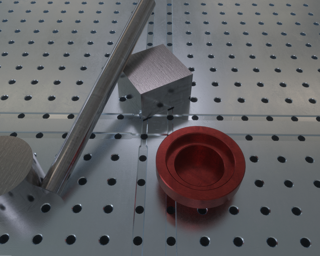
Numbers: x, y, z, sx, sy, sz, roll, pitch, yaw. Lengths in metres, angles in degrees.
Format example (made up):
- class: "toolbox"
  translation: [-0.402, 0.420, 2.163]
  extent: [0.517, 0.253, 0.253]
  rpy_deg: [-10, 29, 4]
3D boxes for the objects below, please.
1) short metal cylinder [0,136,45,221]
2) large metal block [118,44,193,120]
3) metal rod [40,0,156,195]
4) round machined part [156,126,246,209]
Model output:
- class: "short metal cylinder"
  translation: [-0.175, 0.055, 0.344]
  extent: [0.080, 0.050, 0.080]
  rpy_deg: [0, 50, 0]
- class: "large metal block"
  translation: [-0.010, -0.069, 0.449]
  extent: [0.081, 0.050, 0.080]
  rpy_deg: [-24, 54, -19]
- class: "metal rod"
  translation: [-0.071, -0.058, 0.404]
  extent: [0.025, 0.025, 0.300]
  rpy_deg: [17, 68, 13]
- class: "round machined part"
  translation: [0.045, 0.048, 0.357]
  extent: [0.099, 0.042, 0.098]
  rpy_deg: [0, 50, 0]
